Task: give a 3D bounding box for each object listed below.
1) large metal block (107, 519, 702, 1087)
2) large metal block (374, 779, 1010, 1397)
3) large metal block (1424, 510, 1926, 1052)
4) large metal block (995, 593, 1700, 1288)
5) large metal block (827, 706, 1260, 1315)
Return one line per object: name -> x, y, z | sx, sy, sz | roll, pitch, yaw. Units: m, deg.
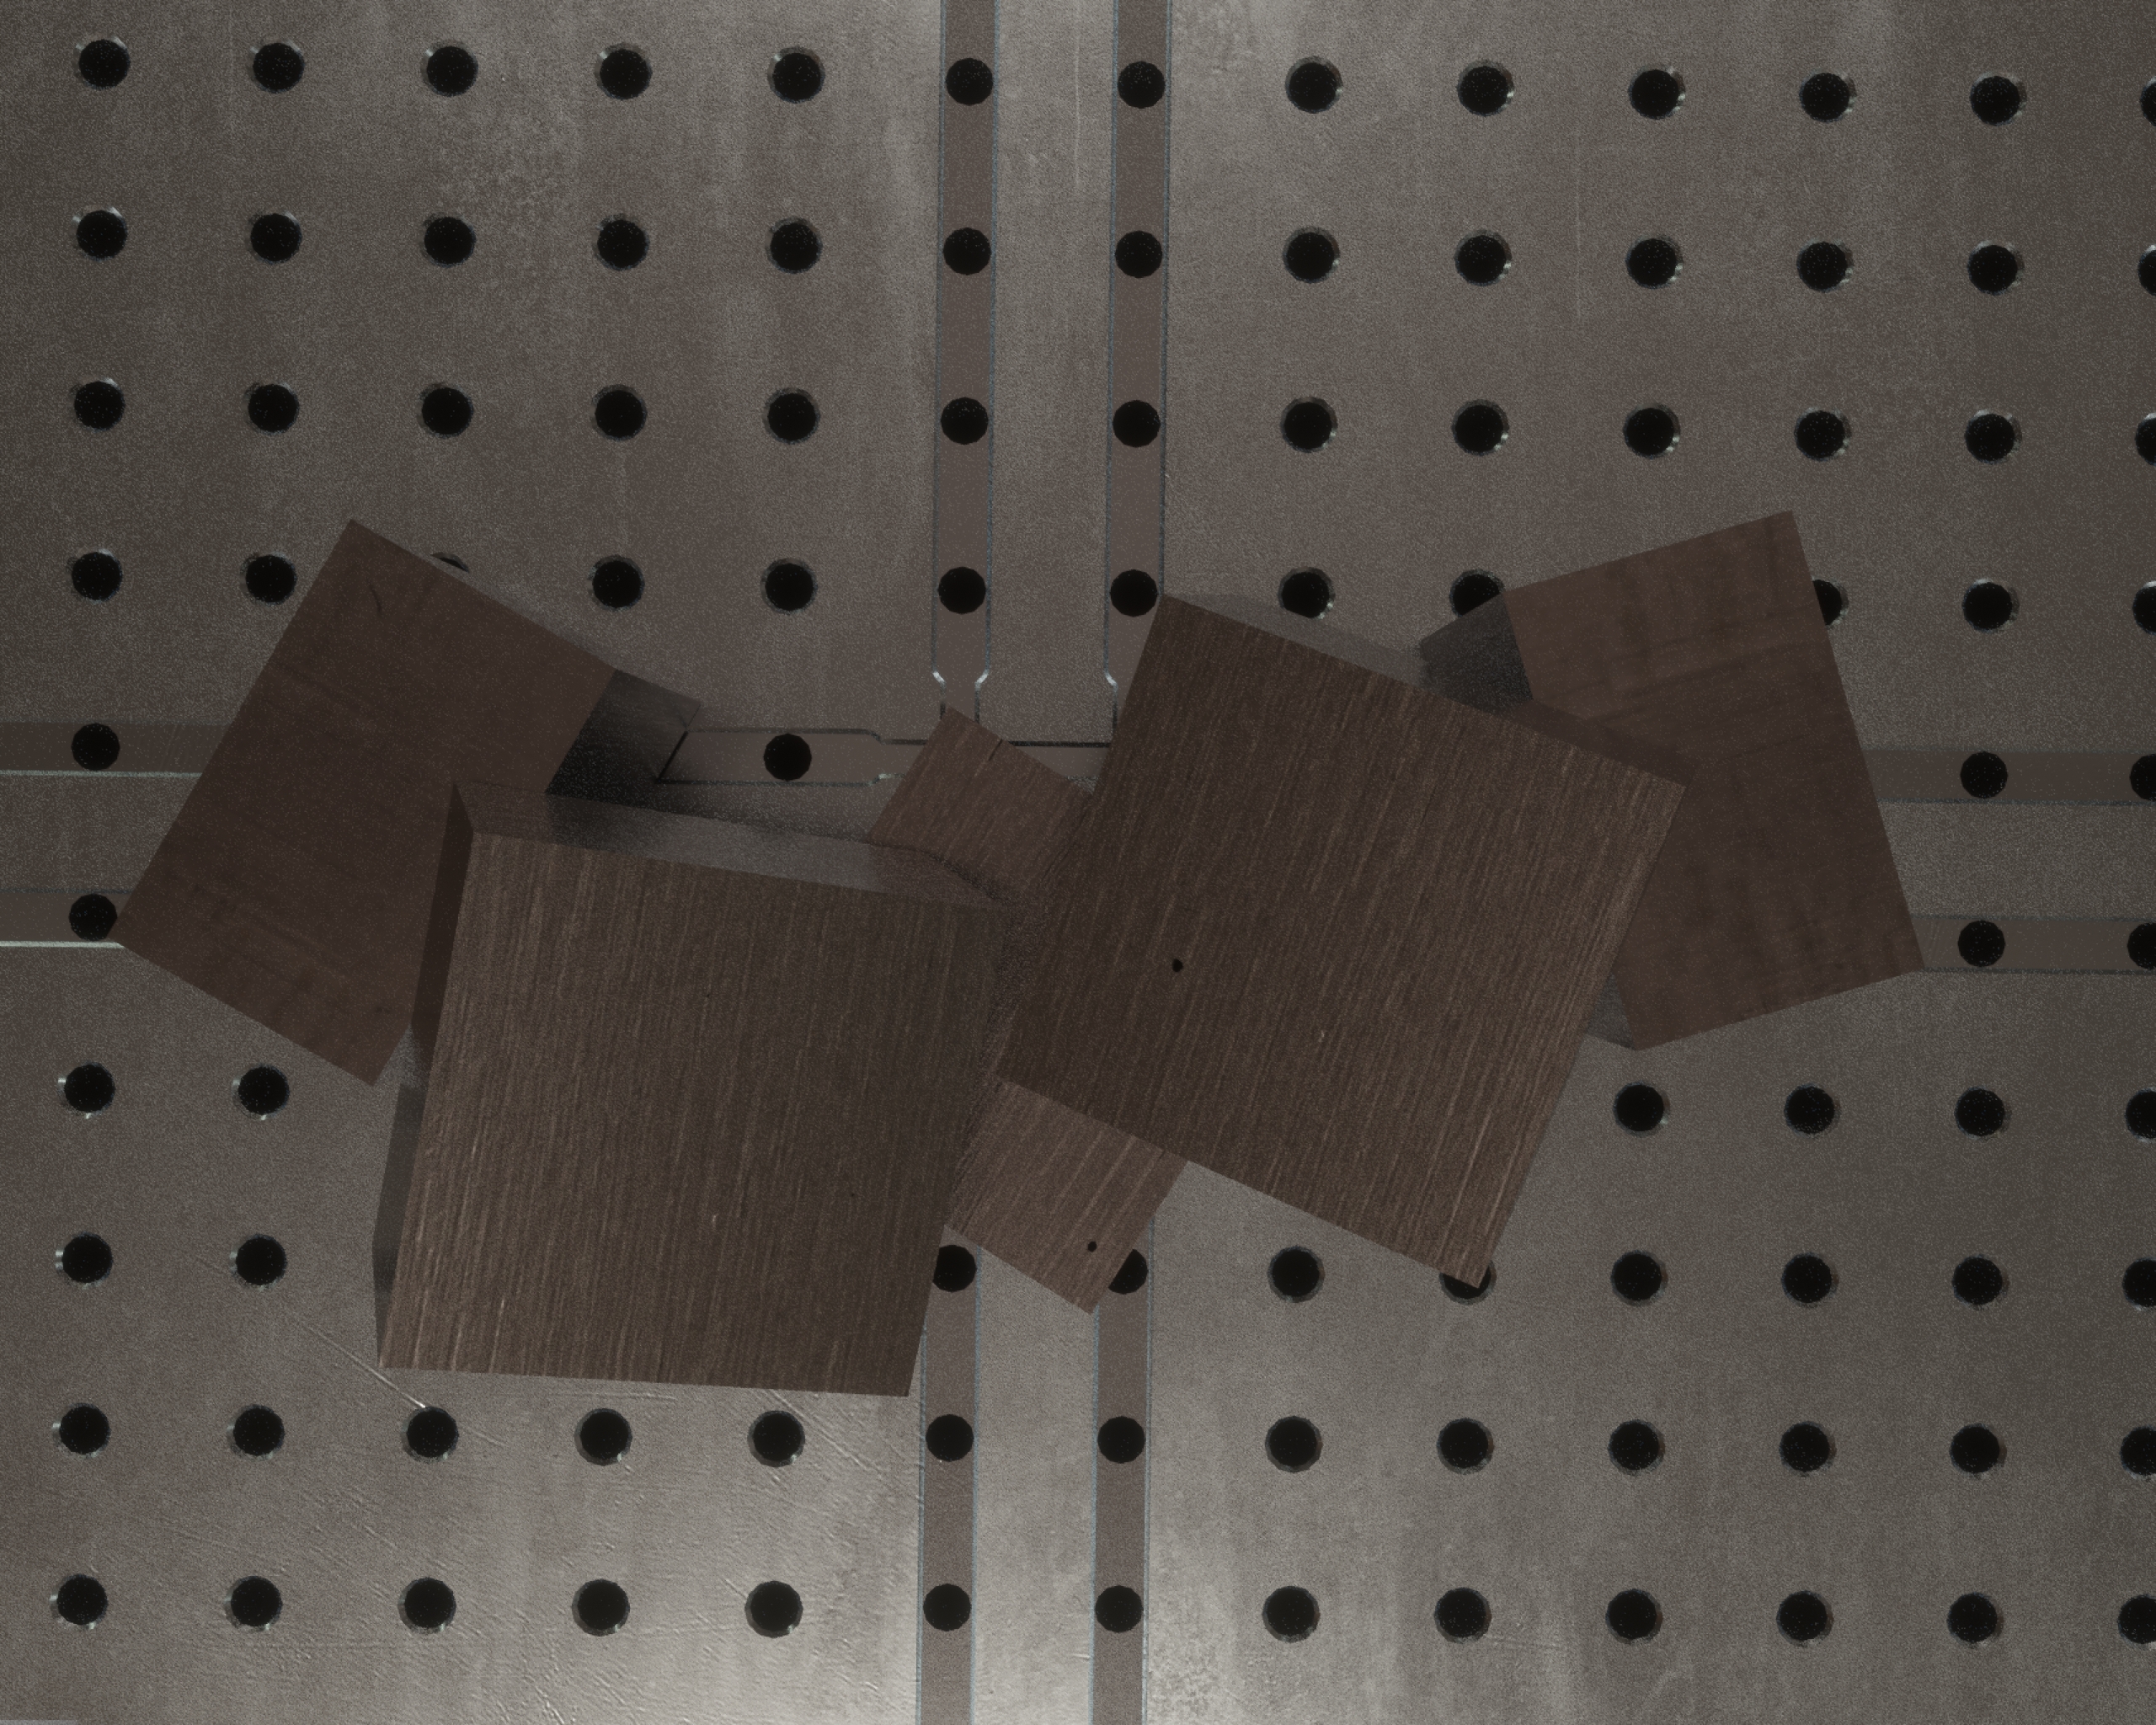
large metal block -> -0.118, -0.010, 0.384 | 0.050, 0.080, 0.080 | 30, 90, -1
large metal block -> -0.064, 0.036, 0.334 | 0.081, 0.050, 0.079 | 9, 97, -21
large metal block -> 0.106, -0.014, 0.387 | 0.050, 0.080, 0.080 | -16, 90, 0
large metal block -> 0.044, 0.008, 0.332 | 0.080, 0.050, 0.079 | 22, 103, 15
large metal block -> -0.010, 0.026, 0.400 | 0.080, 0.050, 0.080 | 32, 90, -1
